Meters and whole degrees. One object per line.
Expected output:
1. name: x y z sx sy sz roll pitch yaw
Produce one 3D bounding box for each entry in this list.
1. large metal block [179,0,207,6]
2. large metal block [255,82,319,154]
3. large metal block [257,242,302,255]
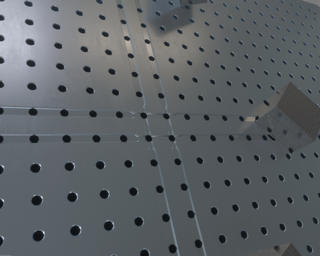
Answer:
1. large metal block: 0.057 -0.286 0.568 0.050 0.080 0.080 -5 58 9
2. large metal block: 0.220 -0.018 0.520 0.080 0.050 0.080 42 51 1
3. large metal block: 0.138 0.192 0.349 0.081 0.050 0.080 -29 78 -37
